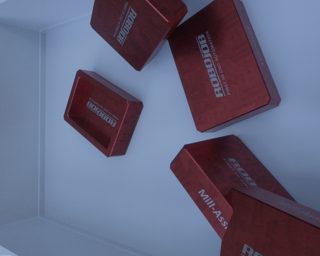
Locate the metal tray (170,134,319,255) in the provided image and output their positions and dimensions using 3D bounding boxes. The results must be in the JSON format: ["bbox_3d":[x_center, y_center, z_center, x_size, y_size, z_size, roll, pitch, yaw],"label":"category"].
[{"bbox_3d":[0.080,0.067,0.294,0.130,0.091,0.030,53,129,26],"label":"metal tray"}]

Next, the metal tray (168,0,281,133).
[{"bbox_3d":[0.067,-0.069,0.347,0.090,0.030,0.129,-26,74,36],"label":"metal tray"}]

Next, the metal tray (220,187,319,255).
[{"bbox_3d":[0.092,0.101,0.210,0.130,0.030,0.089,-166,81,-66],"label":"metal tray"}]

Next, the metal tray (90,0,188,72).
[{"bbox_3d":[-0.032,-0.127,0.359,0.090,0.030,0.130,44,159,-6],"label":"metal tray"}]

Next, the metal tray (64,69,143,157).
[{"bbox_3d":[-0.092,-0.025,0.476,0.130,0.030,0.089,34,111,34],"label":"metal tray"}]
